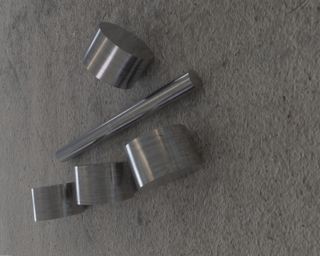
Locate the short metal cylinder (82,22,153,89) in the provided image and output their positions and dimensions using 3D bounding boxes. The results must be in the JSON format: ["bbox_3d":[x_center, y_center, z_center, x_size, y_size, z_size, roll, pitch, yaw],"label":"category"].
[{"bbox_3d":[-0.057,-0.097,0.416,0.080,0.081,0.050,52,121,27],"label":"short metal cylinder"}]

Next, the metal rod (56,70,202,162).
[{"bbox_3d":[-0.065,-0.005,0.458,0.299,0.025,0.025,-27,74,36],"label":"metal rod"}]

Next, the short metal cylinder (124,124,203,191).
[{"bbox_3d":[0.004,0.036,0.366,0.080,0.081,0.050,-34,69,35],"label":"short metal cylinder"}]

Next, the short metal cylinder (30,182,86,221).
[{"bbox_3d":[-0.166,0.118,0.506,0.080,0.081,0.050,-15,81,39],"label":"short metal cylinder"}]

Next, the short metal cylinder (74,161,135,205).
[{"bbox_3d":[-0.078,0.074,0.433,0.080,0.081,0.050,-9,84,39],"label":"short metal cylinder"}]
